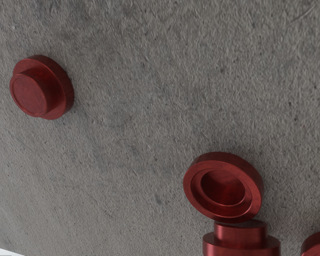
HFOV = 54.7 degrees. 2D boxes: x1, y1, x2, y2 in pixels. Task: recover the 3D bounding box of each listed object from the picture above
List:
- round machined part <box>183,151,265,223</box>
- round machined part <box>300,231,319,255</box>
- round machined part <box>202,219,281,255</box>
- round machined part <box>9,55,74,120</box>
[{"bbox_3d":[0.083,0.071,0.396,0.098,0.042,0.097,13,124,21],"label":"round machined part"},{"bbox_3d":[0.224,0.159,0.376,0.098,0.042,0.097,13,124,21],"label":"round machined part"},{"bbox_3d":[0.105,0.144,0.405,0.098,0.098,0.042,-3,83,29],"label":"round machined part"},{"bbox_3d":[-0.180,-0.055,0.457,0.098,0.042,0.097,13,124,21],"label":"round machined part"}]
